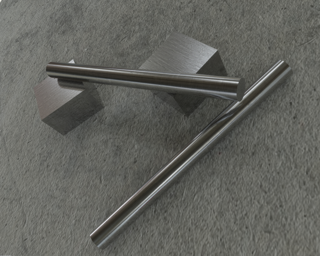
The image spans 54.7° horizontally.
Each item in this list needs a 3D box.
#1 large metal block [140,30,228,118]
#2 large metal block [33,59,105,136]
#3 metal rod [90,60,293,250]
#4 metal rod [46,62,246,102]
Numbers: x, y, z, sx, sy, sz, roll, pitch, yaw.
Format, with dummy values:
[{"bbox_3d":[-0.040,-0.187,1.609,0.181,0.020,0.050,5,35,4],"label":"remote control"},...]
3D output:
[{"bbox_3d":[0.029,-0.074,0.417,0.080,0.050,0.080,-47,52,-5],"label":"large metal block"},{"bbox_3d":[-0.145,-0.049,0.492,0.080,0.050,0.080,-34,52,5],"label":"large metal block"},{"bbox_3d":[0.038,0.030,0.364,0.300,0.025,0.025,-43,51,-2],"label":"metal rod"},{"bbox_3d":[-0.041,-0.065,0.399,0.300,0.025,0.025,12,68,32],"label":"metal rod"}]
